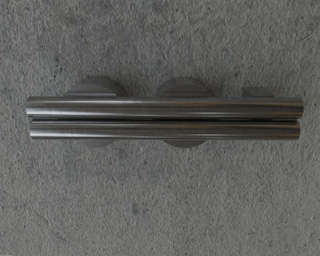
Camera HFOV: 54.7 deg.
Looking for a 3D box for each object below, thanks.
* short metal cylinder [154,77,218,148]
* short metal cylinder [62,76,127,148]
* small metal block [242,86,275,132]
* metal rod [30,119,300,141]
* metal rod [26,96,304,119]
[{"bbox_3d":[0.030,-0.021,0.391,0.081,0.050,0.079,0,110,0],"label":"short metal cylinder"},{"bbox_3d":[-0.080,-0.021,0.388,0.081,0.050,0.079,0,110,0],"label":"short metal cylinder"},{"bbox_3d":[0.121,-0.022,0.392,0.025,0.050,0.050,-2,110,0],"label":"small metal block"},{"bbox_3d":[0.006,0.002,0.358,0.302,0.025,0.025,0,110,-1],"label":"metal rod"},{"bbox_3d":[0.006,-0.023,0.349,0.302,0.025,0.025,0,110,-1],"label":"metal rod"}]
